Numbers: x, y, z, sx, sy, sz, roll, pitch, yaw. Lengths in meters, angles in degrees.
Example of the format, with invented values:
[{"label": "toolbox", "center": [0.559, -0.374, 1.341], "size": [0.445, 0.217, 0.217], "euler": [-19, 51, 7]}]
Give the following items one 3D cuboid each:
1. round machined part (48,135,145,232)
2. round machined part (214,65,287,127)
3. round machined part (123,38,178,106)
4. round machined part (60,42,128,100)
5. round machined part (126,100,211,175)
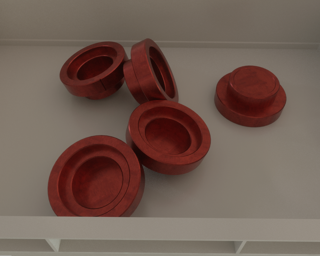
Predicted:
[{"label": "round machined part", "center": [-0.064, 0.060, 0.331], "size": [0.098, 0.042, 0.098], "euler": [-4, 64, 9]}, {"label": "round machined part", "center": [0.129, -0.052, 0.439], "size": [0.099, 0.042, 0.098], "euler": [0, 50, 0]}, {"label": "round machined part", "center": [-0.015, -0.068, 0.423], "size": [0.042, 0.098, 0.098], "euler": [-21, 47, 19]}, {"label": "round machined part", "center": [-0.090, -0.078, 0.447], "size": [0.098, 0.042, 0.098], "euler": [-11, 46, 12]}, {"label": "round machined part", "center": [0.007, 0.015, 0.372], "size": [0.099, 0.042, 0.098], "euler": [10, 48, -11]}]
